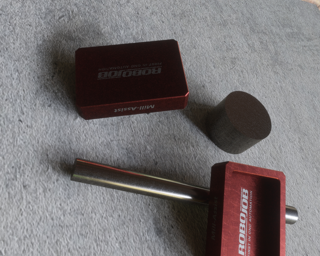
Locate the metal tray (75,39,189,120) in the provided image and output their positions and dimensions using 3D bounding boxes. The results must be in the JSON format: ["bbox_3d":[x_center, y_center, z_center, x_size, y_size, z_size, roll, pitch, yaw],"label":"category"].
[{"bbox_3d":[-0.036,-0.062,0.387,0.131,0.030,0.090,-7,63,-5],"label":"metal tray"}]

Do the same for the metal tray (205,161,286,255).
[{"bbox_3d":[0.103,0.111,0.366,0.091,0.030,0.129,13,73,-21],"label":"metal tray"}]

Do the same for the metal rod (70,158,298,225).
[{"bbox_3d":[0.045,0.082,0.379,0.302,0.025,0.025,16,55,-20],"label":"metal rod"}]

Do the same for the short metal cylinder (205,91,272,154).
[{"bbox_3d":[0.115,-0.008,0.457,0.081,0.050,0.080,14,56,-21],"label":"short metal cylinder"}]

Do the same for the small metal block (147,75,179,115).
[{"bbox_3d":[-0.001,-0.052,0.420,0.025,0.050,0.050,43,51,1],"label":"small metal block"}]
